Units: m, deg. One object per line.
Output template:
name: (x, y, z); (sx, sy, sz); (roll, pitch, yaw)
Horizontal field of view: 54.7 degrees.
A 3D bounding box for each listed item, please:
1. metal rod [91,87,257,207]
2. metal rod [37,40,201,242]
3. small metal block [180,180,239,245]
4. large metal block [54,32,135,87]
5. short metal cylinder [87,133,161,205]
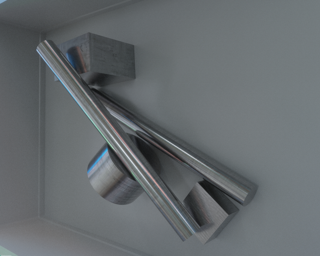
metal rod: (-0.010, 0.008, 0.412); (0.300, 0.025, 0.025); (31, 109, 35)
metal rod: (-0.058, 0.005, 0.375); (0.300, 0.025, 0.025); (50, 120, 13)
small metal block: (0.054, 0.096, 0.359); (0.050, 0.025, 0.050); (45, 117, 30)
large metal block: (-0.094, -0.094, 0.445); (0.080, 0.081, 0.050); (-5, 87, 39)
short metal cylinder: (-0.046, 0.052, 0.404); (0.050, 0.081, 0.080); (-47, 62, 29)
